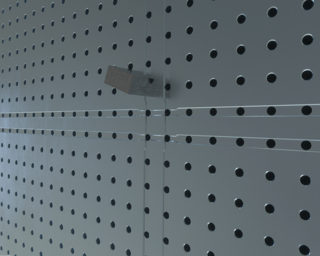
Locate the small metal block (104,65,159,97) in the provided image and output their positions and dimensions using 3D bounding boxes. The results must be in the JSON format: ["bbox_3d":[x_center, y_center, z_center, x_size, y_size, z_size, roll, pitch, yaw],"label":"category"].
[{"bbox_3d":[-0.038,-0.064,0.423,0.050,0.050,0.025,27,107,36],"label":"small metal block"}]
